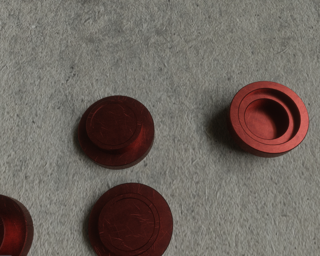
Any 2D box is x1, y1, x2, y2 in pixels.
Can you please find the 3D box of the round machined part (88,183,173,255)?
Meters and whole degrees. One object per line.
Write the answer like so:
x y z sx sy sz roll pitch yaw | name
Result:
-0.034 0.112 0.358 0.099 0.042 0.098 0 70 0 | round machined part

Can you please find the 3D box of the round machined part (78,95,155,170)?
-0.056 0.001 0.398 0.099 0.042 0.098 0 70 0 | round machined part

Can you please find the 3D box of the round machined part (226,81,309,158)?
0.135 -0.008 0.403 0.099 0.042 0.098 0 70 0 | round machined part

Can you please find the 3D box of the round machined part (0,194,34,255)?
-0.201 0.124 0.352 0.099 0.042 0.098 0 70 0 | round machined part
